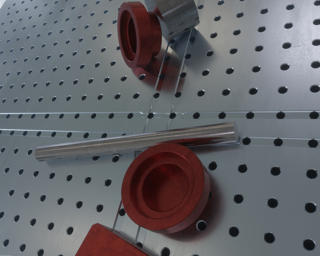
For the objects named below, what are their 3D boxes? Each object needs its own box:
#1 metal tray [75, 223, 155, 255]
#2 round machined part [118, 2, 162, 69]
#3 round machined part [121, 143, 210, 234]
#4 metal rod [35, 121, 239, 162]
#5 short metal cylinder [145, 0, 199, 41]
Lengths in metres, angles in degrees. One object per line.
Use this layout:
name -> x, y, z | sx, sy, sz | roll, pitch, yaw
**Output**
metal tray -> -0.065, 0.181, 0.328 | 0.090, 0.030, 0.130 | 18, 71, 35
round machined part -> -0.030, -0.143, 0.477 | 0.042, 0.097, 0.098 | -12, 48, -22
round machined part -> 0.009, 0.069, 0.350 | 0.098, 0.042, 0.098 | -13, 56, 21
metal rod -> -0.048, 0.022, 0.419 | 0.301, 0.025, 0.025 | -7, 59, 24
short metal cylinder -> 0.017, -0.180, 0.471 | 0.050, 0.080, 0.080 | -30, 51, -2
